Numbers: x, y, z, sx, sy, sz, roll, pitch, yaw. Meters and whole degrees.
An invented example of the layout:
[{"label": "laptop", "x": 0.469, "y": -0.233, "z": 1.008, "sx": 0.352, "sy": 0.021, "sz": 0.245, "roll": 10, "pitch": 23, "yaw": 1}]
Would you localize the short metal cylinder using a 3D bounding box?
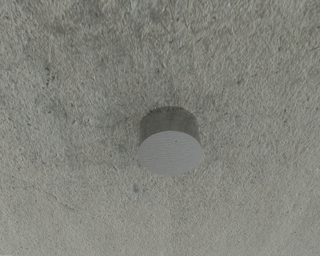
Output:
[{"label": "short metal cylinder", "x": 0.013, "y": 0.017, "z": 0.407, "sx": 0.081, "sy": 0.050, "sz": 0.079, "roll": 0, "pitch": 130, "yaw": 0}]
